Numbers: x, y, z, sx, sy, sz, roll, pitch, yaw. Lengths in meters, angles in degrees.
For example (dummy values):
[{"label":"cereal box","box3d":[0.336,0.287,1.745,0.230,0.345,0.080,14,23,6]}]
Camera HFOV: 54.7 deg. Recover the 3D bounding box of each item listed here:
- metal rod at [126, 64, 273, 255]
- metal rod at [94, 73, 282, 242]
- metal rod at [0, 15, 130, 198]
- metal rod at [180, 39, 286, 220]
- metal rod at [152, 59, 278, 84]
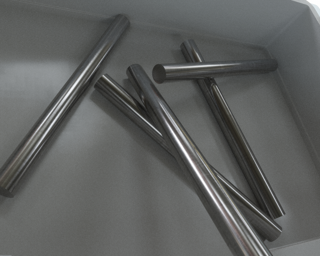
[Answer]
[{"label":"metal rod","box3d":[0.018,0.011,0.330,0.025,0.025,0.300,1,37,-28]},{"label":"metal rod","box3d":[0.036,0.038,0.401,0.300,0.025,0.025,41,51,0]},{"label":"metal rod","box3d":[-0.103,-0.051,0.381,0.025,0.025,0.300,30,52,-9]},{"label":"metal rod","box3d":[0.101,-0.009,0.465,0.025,0.025,0.299,-10,67,-33]},{"label":"metal rod","box3d":[0.107,-0.094,0.492,0.302,0.025,0.025,-14,69,-43]}]
